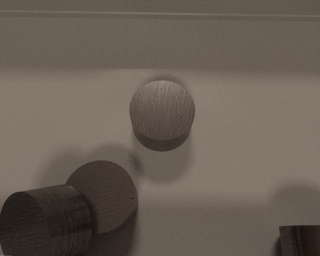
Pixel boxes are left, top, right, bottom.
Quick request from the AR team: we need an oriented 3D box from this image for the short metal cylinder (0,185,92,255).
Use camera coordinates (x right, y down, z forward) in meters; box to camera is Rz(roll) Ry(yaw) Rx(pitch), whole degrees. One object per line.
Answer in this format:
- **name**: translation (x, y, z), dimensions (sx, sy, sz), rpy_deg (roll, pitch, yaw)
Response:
- **short metal cylinder**: translation (-0.116, 0.101, 0.313), dimensions (0.080, 0.050, 0.079), rpy_deg (-1, 89, 33)

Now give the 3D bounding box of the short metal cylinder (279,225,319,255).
- **short metal cylinder**: translation (0.174, 0.133, 0.334), dimensions (0.081, 0.080, 0.050), rpy_deg (1, 70, 0)

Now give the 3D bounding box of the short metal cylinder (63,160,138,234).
- **short metal cylinder**: translation (-0.068, 0.083, 0.365), dimensions (0.081, 0.050, 0.080), rpy_deg (0, 70, -1)

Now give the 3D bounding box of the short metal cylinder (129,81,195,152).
- **short metal cylinder**: translation (0.003, -0.014, 0.402), dimensions (0.081, 0.050, 0.080), rpy_deg (0, 70, 0)
